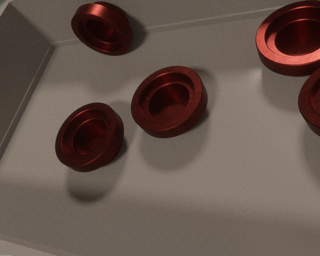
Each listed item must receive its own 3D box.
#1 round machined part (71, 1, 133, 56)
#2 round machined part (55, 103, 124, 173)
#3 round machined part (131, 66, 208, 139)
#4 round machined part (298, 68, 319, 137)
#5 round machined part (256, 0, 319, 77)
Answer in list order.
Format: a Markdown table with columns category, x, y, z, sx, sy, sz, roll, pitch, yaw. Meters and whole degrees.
| category | x | y | z | sx | sy | sz | roll | pitch | yaw |
| --- | --- | --- | --- | --- | --- | --- | --- | --- | --- |
| round machined part | -0.090 | -0.166 | 0.506 | 0.098 | 0.098 | 0.042 | 5 | 65 | 30 |
| round machined part | -0.092 | 0.016 | 0.431 | 0.098 | 0.042 | 0.098 | -13 | 56 | 20 |
| round machined part | 0.015 | -0.029 | 0.404 | 0.098 | 0.042 | 0.098 | -13 | 56 | 20 |
| round machined part | 0.191 | -0.025 | 0.298 | 0.098 | 0.042 | 0.098 | -28 | 38 | 25 |
| round machined part | 0.168 | -0.101 | 0.368 | 0.098 | 0.042 | 0.098 | -13 | 56 | 20 |
